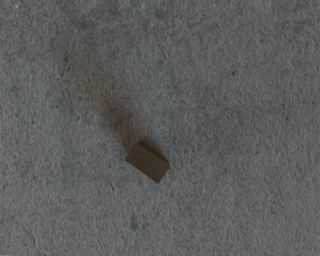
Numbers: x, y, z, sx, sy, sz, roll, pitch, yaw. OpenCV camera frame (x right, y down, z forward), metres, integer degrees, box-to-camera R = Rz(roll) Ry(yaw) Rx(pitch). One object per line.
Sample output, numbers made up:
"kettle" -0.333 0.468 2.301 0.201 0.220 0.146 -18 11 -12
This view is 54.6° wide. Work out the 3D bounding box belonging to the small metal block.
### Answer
"small metal block" -0.015 0.042 0.397 0.050 0.050 0.025 36 90 0
